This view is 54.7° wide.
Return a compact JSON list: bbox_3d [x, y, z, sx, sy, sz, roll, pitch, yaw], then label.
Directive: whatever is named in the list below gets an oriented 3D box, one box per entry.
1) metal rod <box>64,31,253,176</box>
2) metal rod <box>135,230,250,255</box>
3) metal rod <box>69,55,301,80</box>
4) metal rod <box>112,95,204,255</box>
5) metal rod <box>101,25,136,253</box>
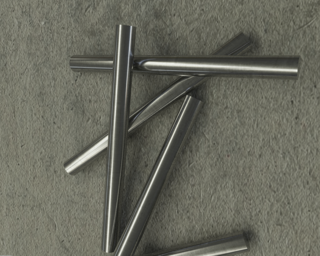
[{"bbox_3d":[-0.014,-0.024,0.413,0.300,0.025,0.025,-35,79,16],"label":"metal rod"},{"bbox_3d":[-0.029,0.186,0.419,0.300,0.025,0.025,-21,83,18],"label":"metal rod"},{"bbox_3d":[0.009,-0.078,0.383,0.300,0.025,0.025,7,93,28],"label":"metal rod"},{"bbox_3d":[-0.018,0.099,0.398,0.025,0.025,0.299,25,92,18],"label":"metal rod"},{"bbox_3d":[-0.056,0.022,0.404,0.025,0.025,0.298,10,102,19],"label":"metal rod"}]
